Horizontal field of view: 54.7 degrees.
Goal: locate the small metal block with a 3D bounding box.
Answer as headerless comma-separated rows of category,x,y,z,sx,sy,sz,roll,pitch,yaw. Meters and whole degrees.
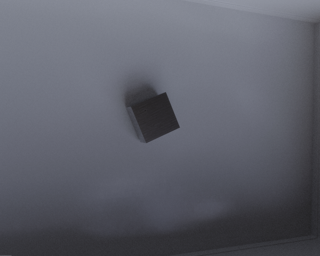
small metal block,-0.009,-0.014,0.404,0.050,0.025,0.050,-25,99,-19
